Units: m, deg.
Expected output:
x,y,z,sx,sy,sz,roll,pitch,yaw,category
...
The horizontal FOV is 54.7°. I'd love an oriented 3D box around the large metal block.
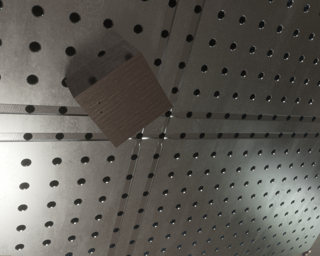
x,y,z,sx,sy,sz,roll,pitch,yaw,category
-0.045,-0.039,0.348,0.080,0.050,0.080,-36,130,-4,large metal block
